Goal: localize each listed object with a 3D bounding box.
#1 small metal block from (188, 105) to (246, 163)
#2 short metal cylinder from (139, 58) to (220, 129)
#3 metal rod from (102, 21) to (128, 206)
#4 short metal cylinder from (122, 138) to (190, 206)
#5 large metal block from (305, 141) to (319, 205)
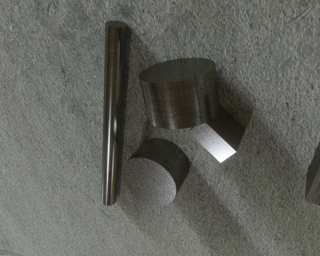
[{"bbox_3d":[0.067,0.003,0.357,0.050,0.050,0.025,44,129,-2],"label":"small metal block"},{"bbox_3d":[0.022,-0.040,0.334,0.080,0.080,0.050,3,120,26],"label":"short metal cylinder"},{"bbox_3d":[-0.068,0.001,0.441,0.025,0.025,0.298,20,126,16],"label":"metal rod"},{"bbox_3d":[-0.005,0.061,0.430,0.080,0.050,0.079,13,124,20],"label":"short metal cylinder"},{"bbox_3d":[0.201,0.042,0.311,0.080,0.050,0.079,16,125,18],"label":"large metal block"}]
